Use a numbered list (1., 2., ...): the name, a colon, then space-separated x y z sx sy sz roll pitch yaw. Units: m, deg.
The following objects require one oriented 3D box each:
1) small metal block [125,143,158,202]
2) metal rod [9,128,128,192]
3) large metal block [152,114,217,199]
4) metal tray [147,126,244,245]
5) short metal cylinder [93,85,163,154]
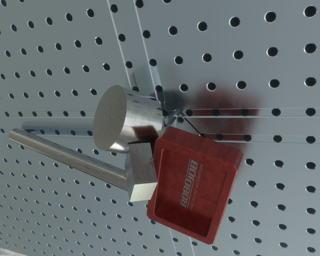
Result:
1. small metal block: -0.024 0.052 0.361 0.025 0.050 0.050 -3 147 -15
2. metal rod: -0.136 0.045 0.470 0.300 0.025 0.025 15 125 33
3. large metal block: 0.020 0.042 0.408 0.080 0.050 0.080 46 129 -5
4. metal tray: 0.036 0.070 0.363 0.090 0.030 0.129 19 126 17
5. short metal cylinder: -0.042 -0.008 0.383 0.050 0.080 0.080 15 140 -36
